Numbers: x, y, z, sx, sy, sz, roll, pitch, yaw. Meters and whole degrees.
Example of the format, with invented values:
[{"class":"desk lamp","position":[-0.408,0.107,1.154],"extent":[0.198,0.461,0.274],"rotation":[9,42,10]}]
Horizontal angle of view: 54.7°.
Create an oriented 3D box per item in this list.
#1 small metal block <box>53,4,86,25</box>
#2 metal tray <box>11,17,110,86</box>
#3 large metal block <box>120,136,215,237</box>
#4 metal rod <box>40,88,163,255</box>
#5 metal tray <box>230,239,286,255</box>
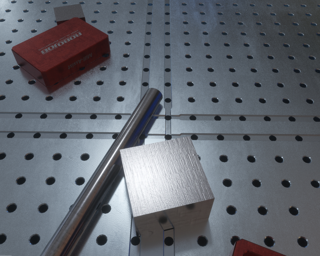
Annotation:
[{"class":"small metal block","position":[-0.167,-0.204,0.577],"extent":[0.050,0.025,0.050],"rotation":[-14,52,-12]},{"class":"metal tray","position":[-0.160,-0.130,0.511],"extent":[0.090,0.030,0.131],"rotation":[35,58,25]},{"class":"large metal block","position":[0.005,0.062,0.339],"extent":[0.081,0.050,0.080],"rotation":[-11,51,-9]},{"class":"metal rod","position":[-0.065,0.058,0.358],"extent":[0.025,0.025,0.301],"rotation":[18,52,14]},{"class":"metal tray","position":[0.117,0.165,0.267],"extent":[0.130,0.030,0.090],"rotation":[18,52,14]}]
